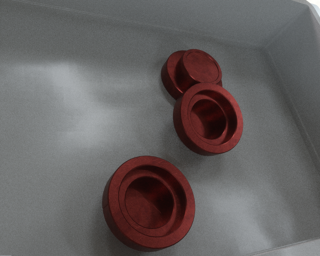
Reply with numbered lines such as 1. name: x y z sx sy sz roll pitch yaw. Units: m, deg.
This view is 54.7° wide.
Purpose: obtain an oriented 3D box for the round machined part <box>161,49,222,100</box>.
1. round machined part: 0.055 -0.082 0.474 0.099 0.042 0.098 14 56 -21

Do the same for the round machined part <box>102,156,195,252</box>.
1. round machined part: -0.015 0.083 0.336 0.099 0.042 0.098 14 56 -21

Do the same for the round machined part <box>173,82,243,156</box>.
1. round machined part: 0.061 -0.009 0.424 0.099 0.042 0.098 7 73 -24
